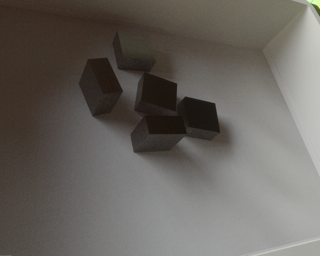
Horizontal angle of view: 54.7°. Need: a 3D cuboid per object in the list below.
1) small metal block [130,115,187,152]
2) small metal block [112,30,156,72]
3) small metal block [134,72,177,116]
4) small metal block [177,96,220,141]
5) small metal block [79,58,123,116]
[{"bbox_3d":[-0.003,0.008,0.383,0.050,0.050,0.025,0,62,-28],"label":"small metal block"},{"bbox_3d":[-0.038,-0.112,0.453,0.050,0.025,0.050,0,62,-28],"label":"small metal block"},{"bbox_3d":[-0.005,-0.043,0.429,0.050,0.025,0.050,17,55,-18],"label":"small metal block"},{"bbox_3d":[0.055,-0.013,0.443,0.050,0.025,0.050,10,57,-23],"label":"small metal block"},{"bbox_3d":[-0.074,-0.050,0.380,0.025,0.050,0.050,-14,69,-34],"label":"small metal block"}]
